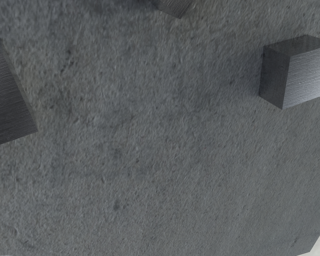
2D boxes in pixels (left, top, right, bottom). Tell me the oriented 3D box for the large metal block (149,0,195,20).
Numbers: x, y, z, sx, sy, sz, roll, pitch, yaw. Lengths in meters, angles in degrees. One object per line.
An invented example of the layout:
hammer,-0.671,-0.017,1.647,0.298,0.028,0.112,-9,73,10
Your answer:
large metal block,0.006,-0.166,0.293,0.080,0.050,0.080,31,101,-38

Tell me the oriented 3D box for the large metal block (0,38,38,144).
large metal block,-0.169,-0.027,0.282,0.081,0.050,0.079,-21,127,-16

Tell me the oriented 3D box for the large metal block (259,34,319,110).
large metal block,0.196,-0.082,0.450,0.081,0.050,0.079,-18,126,-18
